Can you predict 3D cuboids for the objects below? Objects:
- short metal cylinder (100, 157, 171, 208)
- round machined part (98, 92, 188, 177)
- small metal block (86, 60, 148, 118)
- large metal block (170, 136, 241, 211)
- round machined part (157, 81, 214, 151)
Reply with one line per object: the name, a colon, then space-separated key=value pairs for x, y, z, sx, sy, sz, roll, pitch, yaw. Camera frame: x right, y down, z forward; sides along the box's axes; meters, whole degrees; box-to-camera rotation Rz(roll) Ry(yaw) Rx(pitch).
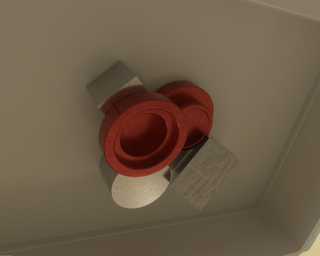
short metal cylinder: x=-0.033 y=0.059 z=0.410 sx=0.081 sy=0.050 sz=0.079 roll=-14 pitch=125 yaw=-21
round machined part: x=-0.022 y=0.004 z=0.350 sx=0.099 sy=0.042 sz=0.097 roll=-14 pitch=125 yaw=-21
small metal block: x=-0.048 y=-0.042 z=0.339 sx=0.050 sy=0.050 sz=0.025 roll=-39 pitch=130 yaw=-2
large metal block: x=0.061 y=0.056 z=0.432 sx=0.050 sy=0.080 sz=0.080 roll=39 pitch=97 yaw=2
round machined part: x=0.030 y=-0.009 z=0.406 sx=0.099 sy=0.042 sz=0.097 roll=-14 pitch=125 yaw=-21
